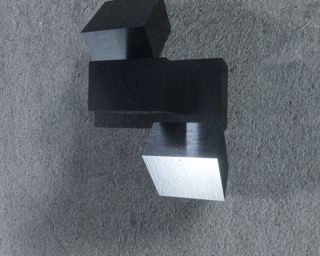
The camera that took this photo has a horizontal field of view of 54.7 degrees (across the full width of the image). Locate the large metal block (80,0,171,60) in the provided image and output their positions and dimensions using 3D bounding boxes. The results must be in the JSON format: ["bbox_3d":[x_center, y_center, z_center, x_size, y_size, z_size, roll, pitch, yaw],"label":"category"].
[{"bbox_3d":[-0.039,-0.121,0.387,0.080,0.050,0.080,1,46,20],"label":"large metal block"}]

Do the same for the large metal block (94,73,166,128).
[{"bbox_3d":[-0.037,-0.040,0.407,0.080,0.050,0.079,1,90,19],"label":"large metal block"}]

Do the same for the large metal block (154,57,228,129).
[{"bbox_3d":[0.039,-0.039,0.381,0.080,0.050,0.079,1,90,19],"label":"large metal block"}]

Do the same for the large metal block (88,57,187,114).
[{"bbox_3d":[-0.020,-0.041,0.334,0.080,0.080,0.050,1,91,19],"label":"large metal block"}]

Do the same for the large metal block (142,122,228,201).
[{"bbox_3d":[0.034,0.039,0.362,0.080,0.080,0.050,1,47,19],"label":"large metal block"}]
